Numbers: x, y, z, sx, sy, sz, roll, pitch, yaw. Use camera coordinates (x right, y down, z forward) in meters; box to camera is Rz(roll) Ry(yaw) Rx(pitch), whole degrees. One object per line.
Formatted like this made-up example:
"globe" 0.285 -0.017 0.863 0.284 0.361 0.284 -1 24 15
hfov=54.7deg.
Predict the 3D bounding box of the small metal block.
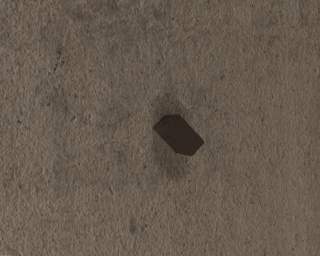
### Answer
"small metal block" 0.023 0.009 0.405 0.050 0.050 0.025 47 76 -15
